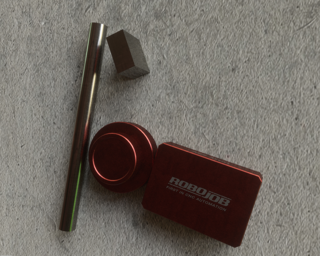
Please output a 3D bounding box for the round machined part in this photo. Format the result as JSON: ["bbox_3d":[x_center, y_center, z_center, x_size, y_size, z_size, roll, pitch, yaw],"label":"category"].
[{"bbox_3d":[-0.055,0.040,0.419,0.098,0.042,0.097,0,90,20],"label":"round machined part"}]

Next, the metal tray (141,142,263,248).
[{"bbox_3d":[0.051,0.079,0.388,0.130,0.030,0.089,18,96,19],"label":"metal tray"}]

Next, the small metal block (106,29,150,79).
[{"bbox_3d":[-0.041,-0.096,0.410,0.025,0.050,0.050,-21,83,19],"label":"small metal block"}]

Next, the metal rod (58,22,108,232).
[{"bbox_3d":[-0.112,0.001,0.448,0.025,0.025,0.298,11,94,19],"label":"metal rod"}]
